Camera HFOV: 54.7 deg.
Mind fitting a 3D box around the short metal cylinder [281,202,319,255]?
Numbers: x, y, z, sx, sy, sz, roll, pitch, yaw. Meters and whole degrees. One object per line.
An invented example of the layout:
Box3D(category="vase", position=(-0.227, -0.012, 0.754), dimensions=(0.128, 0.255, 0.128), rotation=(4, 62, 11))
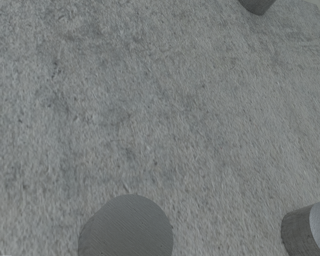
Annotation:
Box3D(category="short metal cylinder", position=(0.212, 0.145, 0.416), dimensions=(0.081, 0.050, 0.080), rotation=(14, 56, -21))

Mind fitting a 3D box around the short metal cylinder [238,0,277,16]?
Box3D(category="short metal cylinder", position=(0.220, -0.300, 0.693), dimensions=(0.081, 0.050, 0.080), rotation=(14, 56, -21))

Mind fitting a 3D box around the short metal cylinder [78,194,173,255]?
Box3D(category="short metal cylinder", position=(-0.034, 0.111, 0.303), dimensions=(0.081, 0.050, 0.080), rotation=(14, 56, -21))
